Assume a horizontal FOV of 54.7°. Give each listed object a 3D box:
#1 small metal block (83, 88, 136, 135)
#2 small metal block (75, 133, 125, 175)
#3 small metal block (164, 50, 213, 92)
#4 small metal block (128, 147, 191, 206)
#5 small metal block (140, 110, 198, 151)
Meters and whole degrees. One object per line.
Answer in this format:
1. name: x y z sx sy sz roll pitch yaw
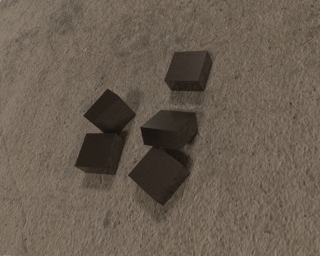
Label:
1. small metal block: -0.069 -0.018 0.434 0.025 0.050 0.050 34 81 38
2. small metal block: -0.082 0.035 0.424 0.050 0.025 0.050 -1 61 27
3. small metal block: 0.040 -0.079 0.430 0.050 0.025 0.050 5 64 30
4. small metal block: -0.001 0.055 0.369 0.050 0.025 0.050 -49 52 -7
5. small metal block: 0.012 0.001 0.380 0.050 0.025 0.050 7 31 31
